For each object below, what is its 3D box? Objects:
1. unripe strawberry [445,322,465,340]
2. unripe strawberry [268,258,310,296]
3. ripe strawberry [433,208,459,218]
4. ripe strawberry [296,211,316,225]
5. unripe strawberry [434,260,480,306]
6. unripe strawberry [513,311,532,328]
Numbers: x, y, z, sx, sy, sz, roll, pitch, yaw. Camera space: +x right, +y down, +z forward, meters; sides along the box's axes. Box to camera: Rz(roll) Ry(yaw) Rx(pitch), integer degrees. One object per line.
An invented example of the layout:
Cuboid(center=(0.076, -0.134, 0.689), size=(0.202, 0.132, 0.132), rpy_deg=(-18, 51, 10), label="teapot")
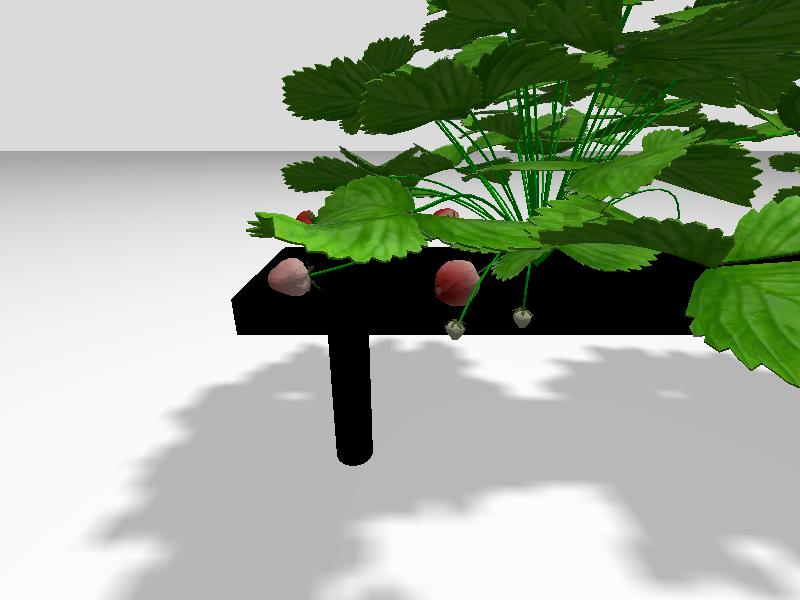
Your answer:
Cuboid(center=(0.032, 0.018, 0.235), size=(0.011, 0.011, 0.010), rpy_deg=(14, 26, 31), label="unripe strawberry")
Cuboid(center=(-0.081, -0.016, 0.290), size=(0.029, 0.028, 0.031), rpy_deg=(-9, 24, -19), label="unripe strawberry")
Cuboid(center=(0.053, -0.096, 0.481), size=(0.035, 0.030, 0.035), rpy_deg=(-12, 24, -26), label="ripe strawberry")
Cuboid(center=(-0.105, -0.082, 0.448), size=(0.031, 0.032, 0.028), rpy_deg=(-24, 9, 30), label="ripe strawberry")
Cuboid(center=(0.037, -0.011, 0.274), size=(0.032, 0.034, 0.035), rpy_deg=(20, 30, 40), label="unripe strawberry")
Cuboid(center=(0.072, 0.011, 0.237), size=(0.010, 0.011, 0.011), rpy_deg=(8, 24, 20), label="unripe strawberry")
